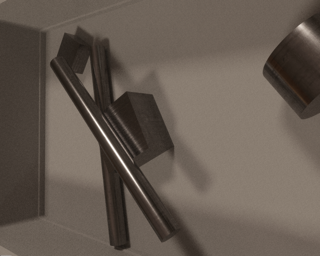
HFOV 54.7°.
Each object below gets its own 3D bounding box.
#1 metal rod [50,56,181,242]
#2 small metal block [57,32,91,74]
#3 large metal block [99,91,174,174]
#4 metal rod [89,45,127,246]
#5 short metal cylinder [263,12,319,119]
[{"bbox_3d":[-0.070,0.009,0.397,0.300,0.025,0.025,52,120,27],"label":"metal rod"},{"bbox_3d":[-0.146,-0.126,0.524,0.050,0.025,0.050,40,114,32],"label":"small metal block"},{"bbox_3d":[-0.039,0.007,0.421,0.080,0.050,0.080,-34,69,34],"label":"large metal block"},{"bbox_3d":[-0.080,0.022,0.469,0.025,0.025,0.298,-12,82,39],"label":"metal rod"},{"bbox_3d":[0.136,-0.052,0.259,0.080,0.081,0.050,-46,63,30],"label":"short metal cylinder"}]
